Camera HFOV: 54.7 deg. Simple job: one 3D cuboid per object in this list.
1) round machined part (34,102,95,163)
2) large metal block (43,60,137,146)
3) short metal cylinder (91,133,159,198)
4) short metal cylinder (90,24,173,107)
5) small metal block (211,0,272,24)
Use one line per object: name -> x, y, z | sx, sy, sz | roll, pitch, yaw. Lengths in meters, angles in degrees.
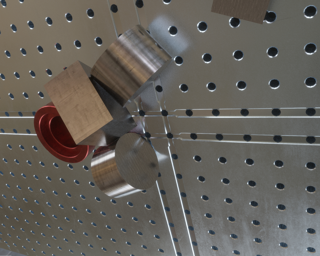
round machined part -> -0.138, 0.002, 0.472 | 0.098, 0.042, 0.097 | 13, 124, 20
large metal block -> -0.081, -0.026, 0.378 | 0.050, 0.080, 0.080 | -34, 78, 9
short metal cylinder -> -0.048, 0.052, 0.431 | 0.050, 0.080, 0.080 | -26, 105, 37
short metal cylinder -> -0.031, -0.068, 0.349 | 0.050, 0.080, 0.080 | 45, 129, -3
small metal block -> 0.080, -0.130, 0.288 | 0.050, 0.025, 0.050 | 20, 126, 15
